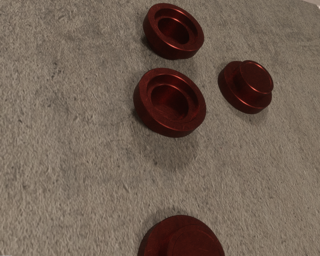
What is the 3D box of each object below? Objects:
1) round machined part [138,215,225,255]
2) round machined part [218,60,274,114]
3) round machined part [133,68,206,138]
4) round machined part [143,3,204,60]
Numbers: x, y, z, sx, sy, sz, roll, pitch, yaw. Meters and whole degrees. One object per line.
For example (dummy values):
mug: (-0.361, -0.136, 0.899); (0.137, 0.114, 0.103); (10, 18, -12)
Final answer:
round machined part: (0.029, 0.140, 0.325); (0.099, 0.042, 0.098); (14, 56, -21)
round machined part: (0.151, -0.075, 0.523); (0.099, 0.042, 0.098); (14, 56, -21)
round machined part: (0.010, -0.030, 0.418); (0.099, 0.042, 0.098); (14, 56, -21)
round machined part: (0.018, -0.148, 0.495); (0.099, 0.042, 0.098); (14, 56, -21)
